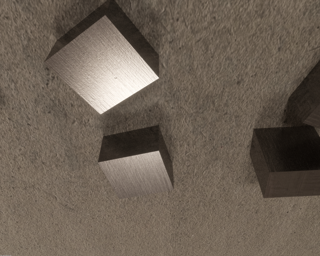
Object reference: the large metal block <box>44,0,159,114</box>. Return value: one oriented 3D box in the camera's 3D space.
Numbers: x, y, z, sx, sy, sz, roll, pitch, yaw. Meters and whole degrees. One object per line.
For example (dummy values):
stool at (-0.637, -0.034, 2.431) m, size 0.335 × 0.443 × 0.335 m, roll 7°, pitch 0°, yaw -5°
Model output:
large metal block at (-0.057, -0.073, 0.327) m, size 0.080 × 0.050 × 0.080 m, roll -29°, pitch 125°, yaw 22°

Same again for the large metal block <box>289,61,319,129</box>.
large metal block at (0.216, -0.039, 0.361) m, size 0.081 × 0.050 × 0.079 m, roll 17°, pitch 128°, yaw -15°

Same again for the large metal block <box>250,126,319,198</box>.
large metal block at (0.171, 0.043, 0.411) m, size 0.080 × 0.080 × 0.050 m, roll -3°, pitch 130°, yaw 2°

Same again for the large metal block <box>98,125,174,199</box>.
large metal block at (-0.030, 0.049, 0.432) m, size 0.080 × 0.050 × 0.080 m, roll -12°, pitch 129°, yaw 9°
